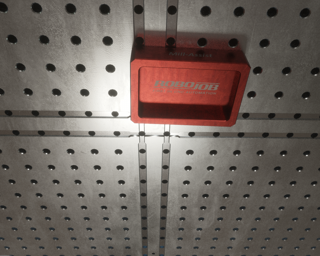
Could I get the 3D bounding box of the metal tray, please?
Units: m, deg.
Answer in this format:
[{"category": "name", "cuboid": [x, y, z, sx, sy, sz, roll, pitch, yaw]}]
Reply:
[{"category": "metal tray", "cuboid": [0.031, -0.047, 0.369, 0.131, 0.030, 0.089, 2, 130, -3]}]
